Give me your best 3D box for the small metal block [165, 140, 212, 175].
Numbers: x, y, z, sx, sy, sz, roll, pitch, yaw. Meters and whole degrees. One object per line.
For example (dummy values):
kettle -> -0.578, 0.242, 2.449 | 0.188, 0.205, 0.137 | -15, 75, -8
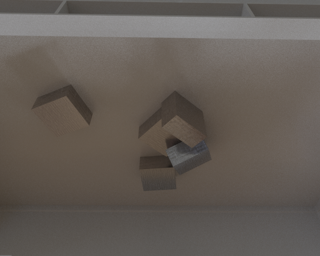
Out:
small metal block -> 0.040, 0.037, 0.420 | 0.050, 0.025, 0.050 | -27, 155, 2

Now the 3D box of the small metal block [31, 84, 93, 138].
small metal block -> -0.122, -0.021, 0.390 | 0.050, 0.025, 0.050 | -18, 128, 15

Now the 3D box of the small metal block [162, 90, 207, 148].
small metal block -> 0.029, -0.011, 0.383 | 0.050, 0.050, 0.025 | 34, 122, -26

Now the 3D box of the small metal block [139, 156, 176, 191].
small metal block -> -0.002, 0.068, 0.467 | 0.050, 0.025, 0.050 | -4, 131, 3

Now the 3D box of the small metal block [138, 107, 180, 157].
small metal block -> 0.007, 0.005, 0.413 | 0.050, 0.025, 0.050 | 34, 122, -26
